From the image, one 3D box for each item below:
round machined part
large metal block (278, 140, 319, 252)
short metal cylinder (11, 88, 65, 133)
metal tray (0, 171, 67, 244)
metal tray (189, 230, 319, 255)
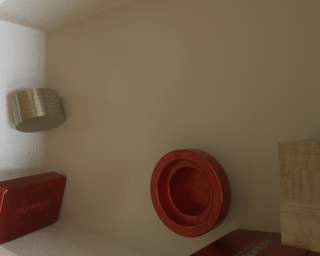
[{"bbox_3d":[0.039,0.073,0.362,0.098,0.042,0.097,0,90,39],"label":"round machined part"},{"bbox_3d":[0.138,0.050,0.256,0.050,0.081,0.079,-2,89,40],"label":"large metal block"},{"bbox_3d":[-0.214,-0.030,0.544,0.080,0.081,0.050,-28,73,36],"label":"short metal cylinder"},{"bbox_3d":[-0.218,0.126,0.508,0.030,0.131,0.089,18,98,23],"label":"metal tray"},{"bbox_3d":[0.080,0.124,0.271,0.090,0.131,0.030,-9,84,39],"label":"metal tray"}]
